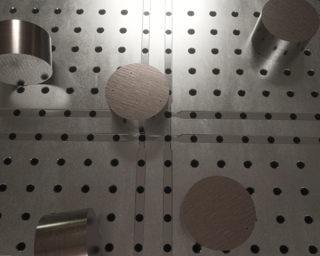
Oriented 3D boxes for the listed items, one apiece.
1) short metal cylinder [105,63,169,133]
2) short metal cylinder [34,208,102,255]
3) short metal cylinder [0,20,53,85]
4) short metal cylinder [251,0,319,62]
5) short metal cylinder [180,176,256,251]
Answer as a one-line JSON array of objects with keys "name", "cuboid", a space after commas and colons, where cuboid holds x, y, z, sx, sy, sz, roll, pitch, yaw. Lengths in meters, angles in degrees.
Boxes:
[{"name": "short metal cylinder", "cuboid": [-0.029, -0.039, 0.412, 0.081, 0.050, 0.080, 0, 70, 0]}, {"name": "short metal cylinder", "cuboid": [-0.095, 0.131, 0.334, 0.050, 0.080, 0.080, -9, 70, -3]}, {"name": "short metal cylinder", "cuboid": [-0.188, -0.099, 0.416, 0.081, 0.080, 0.050, -8, 71, -3]}, {"name": "short metal cylinder", "cuboid": [0.181, -0.145, 0.454, 0.081, 0.050, 0.080, 0, 70, 0]}, {"name": "short metal cylinder", "cuboid": [0.065, 0.100, 0.363, 0.081, 0.050, 0.080, 0, 70, 0]}]
